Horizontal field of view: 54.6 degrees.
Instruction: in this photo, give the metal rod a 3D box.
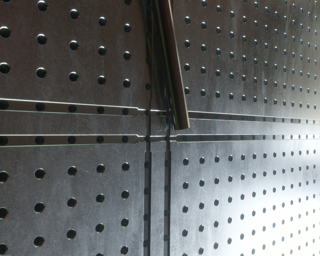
[{"bbox_3d":[0.004,-0.145,0.411,0.025,0.025,0.298,-17,101,-39],"label":"metal rod"}]
